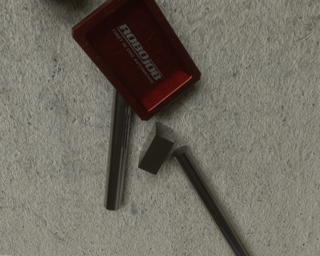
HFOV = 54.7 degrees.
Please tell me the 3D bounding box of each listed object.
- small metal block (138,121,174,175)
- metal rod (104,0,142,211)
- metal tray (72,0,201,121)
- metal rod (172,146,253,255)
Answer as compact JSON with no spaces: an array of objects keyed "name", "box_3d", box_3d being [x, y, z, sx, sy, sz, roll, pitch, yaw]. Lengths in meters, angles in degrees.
[{"name":"small metal block","box_3d":[-0.005,0.025,0.406,0.025,0.050,0.050,25,108,-9]},{"name":"metal rod","box_3d":[-0.049,-0.026,0.399,0.025,0.025,0.298,7,110,-3]},{"name":"metal tray","box_3d":[-0.023,-0.083,0.352,0.090,0.030,0.130,-39,118,-1]},{"name":"metal rod","box_3d":[0.102,0.153,0.467,0.025,0.025,0.299,-29,108,10]}]
